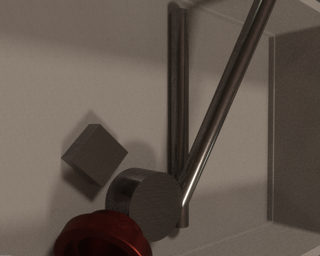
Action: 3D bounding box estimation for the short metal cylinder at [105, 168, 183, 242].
[{"bbox_3d":[-0.019,0.091,0.377,0.081,0.050,0.079,0,90,-40],"label":"short metal cylinder"}]

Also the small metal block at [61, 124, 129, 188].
[{"bbox_3d":[-0.072,0.031,0.348,0.050,0.025,0.050,49,61,-29],"label":"small metal block"}]

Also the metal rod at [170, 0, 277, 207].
[{"bbox_3d":[0.081,-0.040,0.389,0.025,0.025,0.298,17,99,-39],"label":"metal rod"}]

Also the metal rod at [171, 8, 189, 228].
[{"bbox_3d":[0.028,-0.013,0.431,0.025,0.025,0.298,0,90,-40],"label":"metal rod"}]

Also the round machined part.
[{"bbox_3d":[-0.055,0.125,0.325,0.098,0.098,0.042,63,23,-22],"label":"round machined part"}]
